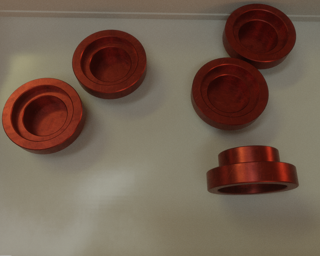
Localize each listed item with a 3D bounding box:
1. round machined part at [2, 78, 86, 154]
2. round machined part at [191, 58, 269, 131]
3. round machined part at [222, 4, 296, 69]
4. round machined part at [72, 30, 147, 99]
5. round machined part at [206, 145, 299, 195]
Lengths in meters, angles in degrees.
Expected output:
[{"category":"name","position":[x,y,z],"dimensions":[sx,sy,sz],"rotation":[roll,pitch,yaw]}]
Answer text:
[{"category":"round machined part","position":[-0.146,-0.012,0.403],"dimensions":[0.099,0.042,0.098],"rotation":[0,70,-1]},{"category":"round machined part","position":[0.091,-0.042,0.417],"dimensions":[0.099,0.042,0.098],"rotation":[0,70,-1]},{"category":"round machined part","position":[0.139,-0.127,0.449],"dimensions":[0.099,0.042,0.098],"rotation":[0,70,-1]},{"category":"round machined part","position":[-0.067,-0.084,0.430],"dimensions":[0.099,0.042,0.098],"rotation":[0,70,-1]},{"category":"round machined part","position":[0.103,0.049,0.354],"dimensions":[0.099,0.098,0.042],"rotation":[-1,70,-1]}]
